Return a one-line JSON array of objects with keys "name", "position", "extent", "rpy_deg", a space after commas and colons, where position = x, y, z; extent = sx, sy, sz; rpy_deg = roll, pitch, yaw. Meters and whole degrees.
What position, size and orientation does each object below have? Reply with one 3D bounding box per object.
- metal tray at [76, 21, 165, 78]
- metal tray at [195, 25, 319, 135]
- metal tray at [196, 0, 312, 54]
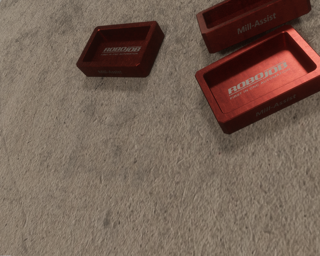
[{"name": "metal tray", "position": [-0.066, -0.129, 0.512], "extent": [0.130, 0.030, 0.090], "rpy_deg": [6, 65, 30]}, {"name": "metal tray", "position": [0.118, -0.059, 0.374], "extent": [0.130, 0.030, 0.090], "rpy_deg": [-27, 53, 10]}, {"name": "metal tray", "position": [0.118, -0.154, 0.413], "extent": [0.130, 0.030, 0.090], "rpy_deg": [-21, 34, 15]}]
